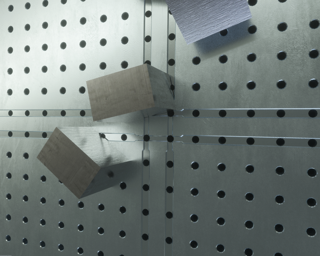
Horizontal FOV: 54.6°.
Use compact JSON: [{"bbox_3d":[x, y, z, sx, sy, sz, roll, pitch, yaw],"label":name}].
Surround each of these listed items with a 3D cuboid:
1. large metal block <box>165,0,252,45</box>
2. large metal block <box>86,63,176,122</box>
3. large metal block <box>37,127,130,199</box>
[{"bbox_3d":[0.052,-0.157,0.358,0.080,0.080,0.050,-19,43,19],"label":"large metal block"},{"bbox_3d":[-0.033,-0.040,0.396,0.080,0.080,0.050,-12,86,19],"label":"large metal block"},{"bbox_3d":[-0.100,0.042,0.419,0.080,0.080,0.050,39,103,16],"label":"large metal block"}]
